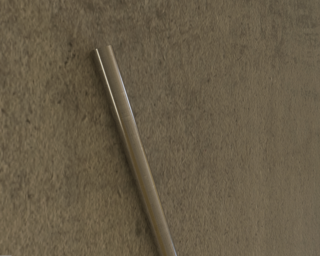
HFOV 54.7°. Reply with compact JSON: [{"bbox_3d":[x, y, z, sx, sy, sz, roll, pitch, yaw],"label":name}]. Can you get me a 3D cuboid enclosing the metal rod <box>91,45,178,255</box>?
[{"bbox_3d":[-0.025,0.049,0.385,0.025,0.025,0.298,-27,107,-37],"label":"metal rod"}]
